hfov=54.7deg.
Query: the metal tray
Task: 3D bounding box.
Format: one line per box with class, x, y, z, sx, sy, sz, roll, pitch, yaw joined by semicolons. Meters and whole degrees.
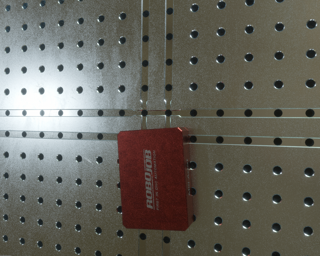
metal tray;-0.006;0.066;0.411;0.090;0.030;0.129;-4;89;19
